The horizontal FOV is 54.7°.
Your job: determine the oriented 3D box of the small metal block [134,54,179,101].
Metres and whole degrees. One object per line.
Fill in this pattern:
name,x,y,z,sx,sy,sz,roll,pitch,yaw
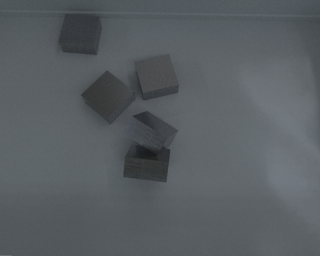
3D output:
small metal block,-0.005,-0.071,0.436,0.050,0.025,0.050,-14,71,-6

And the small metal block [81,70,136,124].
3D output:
small metal block,-0.070,-0.042,0.424,0.050,0.025,0.050,39,74,12

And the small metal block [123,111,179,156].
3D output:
small metal block,-0.010,0.005,0.392,0.050,0.050,0.025,33,109,11

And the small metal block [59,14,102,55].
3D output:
small metal block,-0.117,-0.139,0.459,0.050,0.025,0.050,5,70,1

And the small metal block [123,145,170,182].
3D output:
small metal block,-0.015,0.042,0.378,0.050,0.050,0.025,7,103,2
